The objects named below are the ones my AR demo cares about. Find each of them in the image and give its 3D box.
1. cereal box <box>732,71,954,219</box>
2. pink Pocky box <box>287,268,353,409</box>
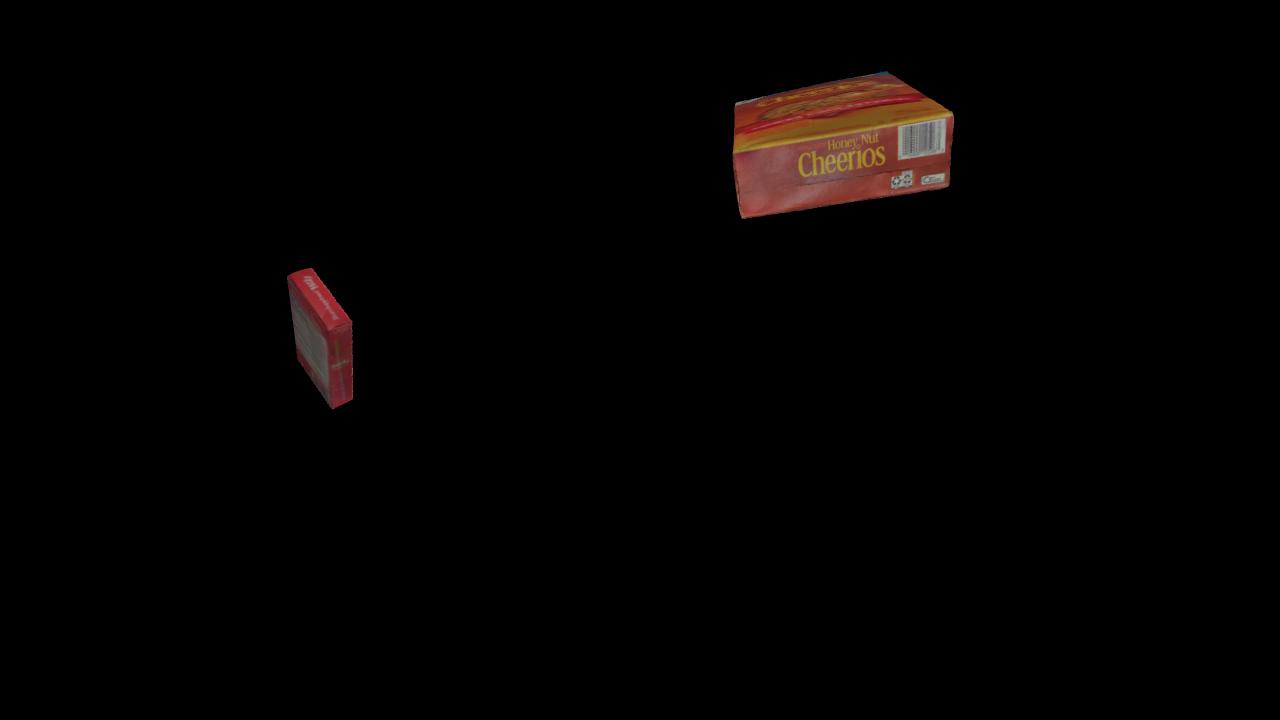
[{"bbox_3d":[0.212,-0.260,0.712,0.203,0.081,0.306,-6,31,13],"label":"cereal box"},{"bbox_3d":[-0.352,-0.020,0.683,0.029,0.084,0.155,-30,-20,-38],"label":"pink Pocky box"}]
